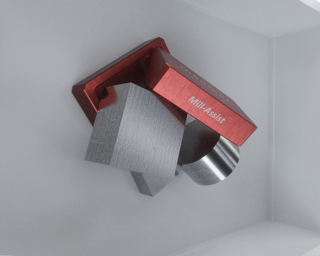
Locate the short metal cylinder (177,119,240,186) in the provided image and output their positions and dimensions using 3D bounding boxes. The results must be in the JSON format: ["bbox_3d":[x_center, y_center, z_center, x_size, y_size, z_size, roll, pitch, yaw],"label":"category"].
[{"bbox_3d":[0.061,0.031,0.423,0.050,0.080,0.080,47,62,-30],"label":"short metal cylinder"}]

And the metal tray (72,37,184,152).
[{"bbox_3d":[-0.029,-0.043,0.378,0.131,0.030,0.090,-41,115,-32],"label":"metal tray"}]

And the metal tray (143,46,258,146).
[{"bbox_3d":[0.044,-0.039,0.363,0.131,0.090,0.030,31,108,-21],"label":"metal tray"}]

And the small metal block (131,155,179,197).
[{"bbox_3d":[-0.009,0.052,0.399,0.050,0.025,0.050,-36,112,-34],"label":"small metal block"}]

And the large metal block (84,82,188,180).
[{"bbox_3d":[-0.023,0.006,0.329,0.080,0.050,0.080,21,77,-38],"label":"large metal block"}]
